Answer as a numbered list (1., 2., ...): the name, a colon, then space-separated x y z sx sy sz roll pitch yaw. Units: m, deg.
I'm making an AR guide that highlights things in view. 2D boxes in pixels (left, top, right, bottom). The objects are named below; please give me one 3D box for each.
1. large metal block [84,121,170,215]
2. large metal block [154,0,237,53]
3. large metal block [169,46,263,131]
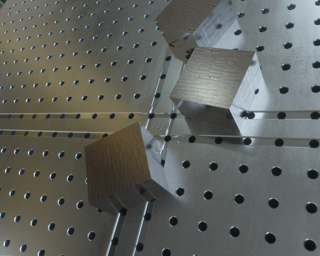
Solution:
1. large metal block: -0.043 0.051 0.384 0.080 0.050 0.080 -25 53 13
2. large metal block: 0.053 -0.162 0.465 0.080 0.050 0.080 34 81 38
3. large metal block: 0.071 -0.051 0.387 0.080 0.050 0.080 16 70 34
